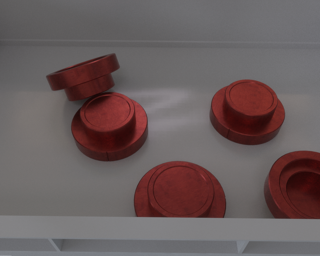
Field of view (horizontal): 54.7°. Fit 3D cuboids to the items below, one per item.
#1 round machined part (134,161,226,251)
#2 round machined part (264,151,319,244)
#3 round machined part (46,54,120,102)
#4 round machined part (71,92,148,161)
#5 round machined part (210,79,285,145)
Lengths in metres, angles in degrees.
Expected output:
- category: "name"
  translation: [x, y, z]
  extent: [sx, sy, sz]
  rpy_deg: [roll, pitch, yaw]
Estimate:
- category: "round machined part"
  translation: [0.021, 0.075, 0.331]
  extent: [0.099, 0.042, 0.098]
  rpy_deg: [0, 50, 0]
- category: "round machined part"
  translation: [0.161, 0.076, 0.331]
  extent: [0.099, 0.042, 0.098]
  rpy_deg: [0, 50, 0]
- category: "round machined part"
  translation: [-0.102, -0.068, 0.431]
  extent: [0.098, 0.042, 0.098]
  rpy_deg: [-16, 18, 6]
- category: "round machined part"
  translation: [-0.065, -0.009, 0.401]
  extent: [0.099, 0.042, 0.098]
  rpy_deg: [0, 50, 0]
- category: "round machined part"
  translation: [0.119, -0.028, 0.418]
  extent: [0.099, 0.042, 0.098]
  rpy_deg: [0, 50, 0]
